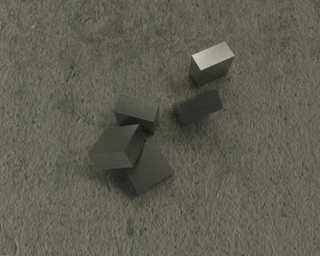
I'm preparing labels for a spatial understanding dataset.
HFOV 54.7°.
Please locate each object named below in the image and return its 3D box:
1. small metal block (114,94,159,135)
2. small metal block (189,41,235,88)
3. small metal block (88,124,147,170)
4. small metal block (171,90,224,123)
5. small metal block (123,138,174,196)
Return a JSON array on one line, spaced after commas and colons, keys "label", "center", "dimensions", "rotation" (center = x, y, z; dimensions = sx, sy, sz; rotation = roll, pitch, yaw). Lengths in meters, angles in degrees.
[{"label": "small metal block", "center": [-0.029, -0.016, 0.400], "dimensions": [0.050, 0.050, 0.025], "rotation": [15, 71, 5]}, {"label": "small metal block", "center": [0.069, -0.086, 0.427], "dimensions": [0.050, 0.050, 0.025], "rotation": [-25, 72, -9]}, {"label": "small metal block", "center": [-0.051, 0.023, 0.378], "dimensions": [0.050, 0.025, 0.050], "rotation": [-7, 35, 25]}, {"label": "small metal block", "center": [0.047, -0.028, 0.402], "dimensions": [0.050, 0.050, 0.025], "rotation": [-22, 97, -8]}, {"label": "small metal block", "center": [-0.018, 0.049, 0.390], "dimensions": [0.050, 0.025, 0.050], "rotation": [-30, 73, -11]}]
